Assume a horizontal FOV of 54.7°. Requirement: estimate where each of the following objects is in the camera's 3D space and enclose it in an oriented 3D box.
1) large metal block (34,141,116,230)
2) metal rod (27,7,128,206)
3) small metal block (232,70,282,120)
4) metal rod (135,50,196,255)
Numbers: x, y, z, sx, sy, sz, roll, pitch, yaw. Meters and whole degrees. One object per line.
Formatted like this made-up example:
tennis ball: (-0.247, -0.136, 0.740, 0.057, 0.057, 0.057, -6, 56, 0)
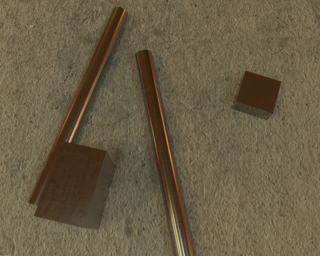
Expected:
large metal block: (-0.090, 0.069, 0.353, 0.050, 0.080, 0.080, 12, 71, 4)
metal rod: (-0.104, -0.041, 0.421, 0.025, 0.025, 0.299, 16, 71, 5)
small metal block: (0.133, -0.045, 0.426, 0.050, 0.025, 0.050, 19, 71, 6)
metal rod: (0.005, 0.033, 0.396, 0.025, 0.025, 0.299, -10, 70, -4)
